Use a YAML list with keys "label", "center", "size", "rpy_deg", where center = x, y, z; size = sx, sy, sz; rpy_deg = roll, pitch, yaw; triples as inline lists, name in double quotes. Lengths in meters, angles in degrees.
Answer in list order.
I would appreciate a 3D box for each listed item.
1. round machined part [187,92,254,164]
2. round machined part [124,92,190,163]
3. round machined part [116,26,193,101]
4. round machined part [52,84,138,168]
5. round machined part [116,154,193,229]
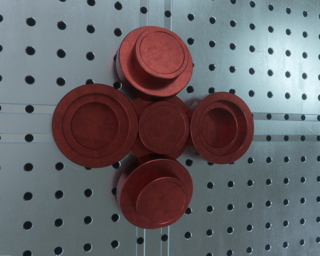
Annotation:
- label: "round machined part"
  center: [0.078, 0.000, 0.433]
  size: [0.099, 0.042, 0.097]
  rpy_deg: [0, 90, -21]
- label: "round machined part"
  center: [-0.001, -0.001, 0.403]
  size: [0.099, 0.042, 0.097]
  rpy_deg: [0, 90, -21]
- label: "round machined part"
  center: [-0.003, -0.086, 0.391]
  size: [0.099, 0.042, 0.098]
  rpy_deg: [5, 74, -17]
- label: "round machined part"
  center: [-0.079, -0.003, 0.374]
  size: [0.099, 0.042, 0.097]
  rpy_deg: [0, 90, -21]
- label: "round machined part"
  center: [-0.002, 0.085, 0.391]
  size: [0.099, 0.042, 0.097]
  rpy_deg: [-6, 107, -19]
